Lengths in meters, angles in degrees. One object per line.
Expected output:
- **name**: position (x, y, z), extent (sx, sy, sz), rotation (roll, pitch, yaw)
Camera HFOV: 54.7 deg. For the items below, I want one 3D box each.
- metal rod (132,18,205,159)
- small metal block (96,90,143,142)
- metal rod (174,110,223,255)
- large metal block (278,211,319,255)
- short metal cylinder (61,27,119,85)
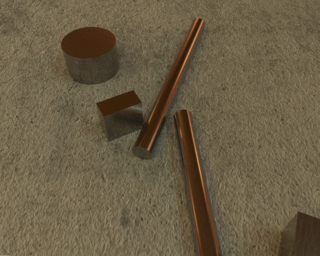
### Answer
- **metal rod**: position (0.024, -0.079, 0.469), extent (0.025, 0.025, 0.300), rotation (14, 51, 11)
- **small metal block**: position (-0.050, -0.015, 0.399), extent (0.050, 0.050, 0.025), rotation (-22, 54, -18)
- **metal rod**: position (0.045, 0.098, 0.321), extent (0.025, 0.025, 0.300), rotation (-4, 50, -4)
- **large metal block**: position (0.151, 0.134, 0.276), extent (0.080, 0.050, 0.080), rotation (18, 52, 14)
- **short metal cylinder**: position (-0.106, -0.113, 0.480), extent (0.081, 0.050, 0.080), rotation (0, 50, 0)
